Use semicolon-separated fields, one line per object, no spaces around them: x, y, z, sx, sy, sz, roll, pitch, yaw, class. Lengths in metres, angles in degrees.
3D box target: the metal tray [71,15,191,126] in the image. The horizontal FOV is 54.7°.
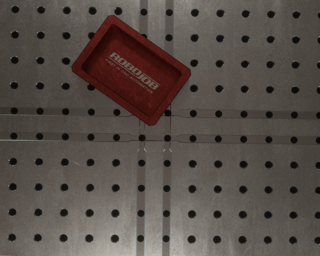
-0.036;-0.074;0.410;0.130;0.030;0.090;35;90;-1;metal tray
